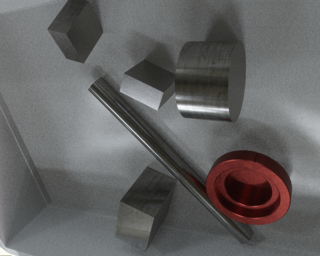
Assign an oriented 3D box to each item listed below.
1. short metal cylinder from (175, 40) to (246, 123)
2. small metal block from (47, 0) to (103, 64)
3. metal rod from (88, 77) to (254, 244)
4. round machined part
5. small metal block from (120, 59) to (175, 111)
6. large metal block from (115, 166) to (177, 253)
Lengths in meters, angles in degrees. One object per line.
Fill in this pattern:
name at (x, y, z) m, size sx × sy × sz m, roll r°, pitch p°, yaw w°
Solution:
short metal cylinder at (0.054, -0.047, 0.315) m, size 0.050 × 0.080 × 0.079 m, roll 6°, pitch 121°, yaw 25°
small metal block at (-0.096, -0.112, 0.360) m, size 0.025 × 0.050 × 0.050 m, roll 18°, pitch 158°, yaw 17°
metal rod at (0.018, 0.047, 0.427) m, size 0.300 × 0.025 × 0.025 m, roll 45°, pitch 129°, yaw -4°
round machined part at (0.110, 0.068, 0.381) m, size 0.098 × 0.042 × 0.097 m, roll 13°, pitch 124°, yaw 20°
small metal block at (-0.011, -0.052, 0.365) m, size 0.050 × 0.050 × 0.025 m, roll 27°, pitch 128°, yaw 10°
large metal block at (-0.020, 0.118, 0.455) m, size 0.050 × 0.080 × 0.079 m, roll 22°, pitch 127°, yaw 14°
